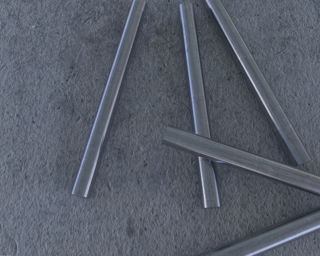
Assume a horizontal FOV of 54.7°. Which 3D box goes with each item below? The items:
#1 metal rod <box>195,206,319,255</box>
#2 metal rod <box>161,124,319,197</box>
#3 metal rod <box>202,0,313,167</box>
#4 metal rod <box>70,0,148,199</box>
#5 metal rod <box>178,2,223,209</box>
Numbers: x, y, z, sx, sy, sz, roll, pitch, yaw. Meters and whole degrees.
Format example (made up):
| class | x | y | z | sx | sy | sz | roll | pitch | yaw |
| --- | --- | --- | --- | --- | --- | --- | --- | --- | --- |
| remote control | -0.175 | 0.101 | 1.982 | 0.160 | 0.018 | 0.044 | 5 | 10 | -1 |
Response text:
| class | x | y | z | sx | sy | sz | roll | pitch | yaw |
| --- | --- | --- | --- | --- | --- | --- | --- | --- | --- |
| metal rod | 0.060 | 0.152 | 0.352 | 0.302 | 0.025 | 0.025 | -19 | 71 | -7 |
| metal rod | 0.148 | 0.055 | 0.371 | 0.301 | 0.025 | 0.025 | 19 | 71 | 0 |
| metal rod | 0.126 | -0.085 | 0.439 | 0.025 | 0.025 | 0.299 | -20 | 71 | -7 |
| metal rod | -0.064 | -0.054 | 0.427 | 0.025 | 0.025 | 0.299 | 12 | 70 | 4 |
| metal rod | 0.051 | -0.044 | 0.424 | 0.025 | 0.025 | 0.299 | -4 | 70 | -2 |
